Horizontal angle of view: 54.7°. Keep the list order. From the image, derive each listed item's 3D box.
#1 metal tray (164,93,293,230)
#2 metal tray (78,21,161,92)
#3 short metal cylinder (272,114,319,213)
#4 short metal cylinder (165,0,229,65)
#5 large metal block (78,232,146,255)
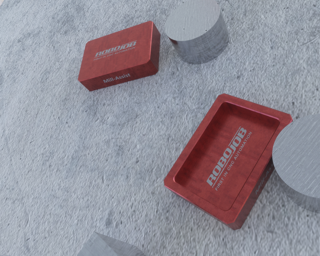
[{"bbox_3d":[0.076,0.031,0.341,0.090,0.030,0.130,25,75,36],"label":"metal tray"},{"bbox_3d":[-0.066,-0.117,0.507,0.130,0.030,0.090,-11,57,22],"label":"metal tray"},{"bbox_3d":[0.150,0.034,0.288,0.080,0.050,0.080,-13,56,21],"label":"short metal cylinder"},{"bbox_3d":[0.054,-0.139,0.445,0.080,0.050,0.080,-13,56,21],"label":"short metal cylinder"},{"bbox_3d":[-0.050,0.157,0.299,0.050,0.080,0.080,29,77,37],"label":"large metal block"}]
